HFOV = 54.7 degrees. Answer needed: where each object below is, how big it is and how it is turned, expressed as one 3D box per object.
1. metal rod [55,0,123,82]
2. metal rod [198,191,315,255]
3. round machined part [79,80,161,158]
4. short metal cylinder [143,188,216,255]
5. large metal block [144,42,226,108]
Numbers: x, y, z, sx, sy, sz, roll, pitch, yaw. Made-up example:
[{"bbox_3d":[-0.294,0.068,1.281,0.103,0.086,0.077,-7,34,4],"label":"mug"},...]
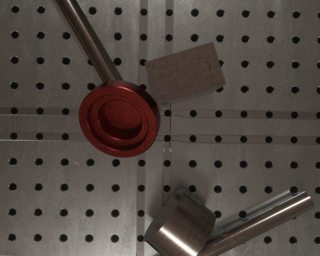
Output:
[{"bbox_3d":[-0.128,-0.175,0.411,0.025,0.025,0.299,-30,90,0],"label":"metal rod"},{"bbox_3d":[0.064,0.163,0.414,0.301,0.025,0.025,-26,90,-1],"label":"metal rod"},{"bbox_3d":[-0.047,-0.014,0.391,0.098,0.042,0.097,5,119,9],"label":"round machined part"},{"bbox_3d":[0.024,0.123,0.386,0.050,0.080,0.080,39,90,-1],"label":"short metal cylinder"},{"bbox_3d":[0.028,-0.062,0.386,0.080,0.080,0.050,-17,90,0],"label":"large metal block"}]
